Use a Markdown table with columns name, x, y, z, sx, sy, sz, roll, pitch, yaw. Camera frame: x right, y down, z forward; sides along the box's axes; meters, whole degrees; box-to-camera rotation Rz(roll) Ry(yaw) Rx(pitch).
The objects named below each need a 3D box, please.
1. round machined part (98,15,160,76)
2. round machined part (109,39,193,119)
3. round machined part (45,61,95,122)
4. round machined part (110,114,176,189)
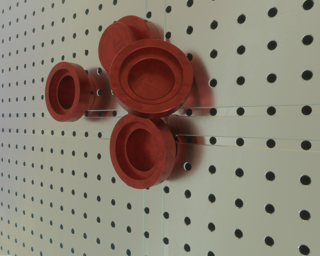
| name | x | y | z | sx | sy | sz | roll | pitch | yaw |
| --- | --- | --- | --- | --- | --- | --- | --- | --- | --- |
| round machined part | -0.049 | -0.110 | 0.437 | 0.098 | 0.042 | 0.097 | 0 | 90 | 39 |
| round machined part | -0.011 | -0.057 | 0.383 | 0.099 | 0.042 | 0.098 | 1 | 72 | -2 |
| round machined part | -0.146 | -0.059 | 0.516 | 0.098 | 0.042 | 0.097 | 0 | 90 | 39 |
| round machined part | -0.018 | 0.028 | 0.409 | 0.098 | 0.042 | 0.097 | 3 | 95 | 39 |
